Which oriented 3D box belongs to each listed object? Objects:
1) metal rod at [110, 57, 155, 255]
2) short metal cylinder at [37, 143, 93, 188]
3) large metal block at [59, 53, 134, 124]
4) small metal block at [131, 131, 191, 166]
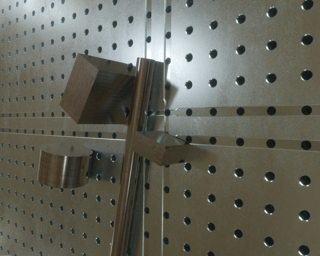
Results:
[{"bbox_3d":[-0.041,0.052,0.440,0.025,0.025,0.298,14,99,39],"label":"metal rod"},{"bbox_3d":[-0.152,0.058,0.496,0.080,0.081,0.050,16,100,38],"label":"short metal cylinder"},{"bbox_3d":[-0.083,-0.052,0.439,0.050,0.081,0.079,40,114,32],"label":"large metal block"},{"bbox_3d":[0.001,0.024,0.390,0.050,0.050,0.025,24,106,37],"label":"small metal block"}]
